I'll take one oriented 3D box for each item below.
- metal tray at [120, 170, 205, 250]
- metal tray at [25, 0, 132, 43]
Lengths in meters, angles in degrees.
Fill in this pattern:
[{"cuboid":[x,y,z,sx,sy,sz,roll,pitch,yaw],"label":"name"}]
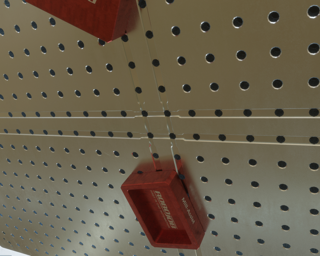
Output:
[{"cuboid":[0.005,0.130,0.486,0.090,0.030,0.130,-11,113,33],"label":"metal tray"},{"cuboid":[-0.094,-0.167,0.355,0.130,0.030,0.089,28,128,10],"label":"metal tray"}]
